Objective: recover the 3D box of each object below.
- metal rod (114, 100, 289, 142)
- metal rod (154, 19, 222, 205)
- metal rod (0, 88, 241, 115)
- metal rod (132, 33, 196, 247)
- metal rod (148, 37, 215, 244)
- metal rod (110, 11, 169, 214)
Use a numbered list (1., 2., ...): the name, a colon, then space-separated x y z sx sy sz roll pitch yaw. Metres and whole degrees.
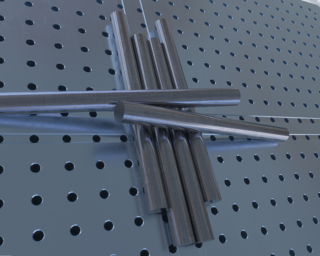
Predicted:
1. metal rod: 0.079 -0.004 0.426 0.302 0.025 0.025 7 59 -35
2. metal rod: 0.033 -0.040 0.449 0.025 0.025 0.299 1 61 -28
3. metal rod: -0.037 -0.034 0.379 0.302 0.025 0.025 -4 63 -20
4. metal rod: -0.003 -0.003 0.406 0.025 0.025 0.299 1 61 -28
5. metal rod: 0.020 -0.001 0.420 0.025 0.025 0.299 1 61 -28
6. metal rod: -0.033 -0.038 0.412 0.025 0.025 0.299 1 61 -28
